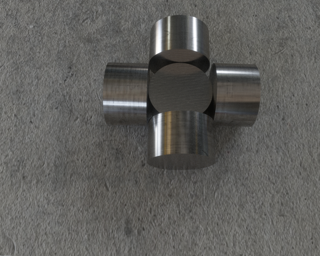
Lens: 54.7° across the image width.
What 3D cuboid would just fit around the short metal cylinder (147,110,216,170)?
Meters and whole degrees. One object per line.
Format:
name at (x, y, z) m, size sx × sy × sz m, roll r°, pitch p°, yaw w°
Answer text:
short metal cylinder at (0.025, 0.018, 0.374) m, size 0.081 × 0.080 × 0.050 m, roll 0°, pitch 70°, yaw 0°

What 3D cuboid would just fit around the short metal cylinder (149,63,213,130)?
short metal cylinder at (0.026, -0.039, 0.411) m, size 0.081 × 0.050 × 0.080 m, roll 0°, pitch 70°, yaw 0°

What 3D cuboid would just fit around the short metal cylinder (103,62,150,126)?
short metal cylinder at (-0.040, -0.043, 0.396) m, size 0.050 × 0.080 × 0.080 m, roll 2°, pitch 70°, yaw 1°

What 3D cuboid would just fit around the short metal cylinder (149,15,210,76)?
short metal cylinder at (0.026, -0.106, 0.418) m, size 0.081 × 0.080 × 0.050 m, roll 2°, pitch 71°, yaw 0°

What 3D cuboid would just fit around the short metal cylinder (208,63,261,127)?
short metal cylinder at (0.091, -0.042, 0.397) m, size 0.050 × 0.080 × 0.080 m, roll 2°, pitch 70°, yaw 1°
